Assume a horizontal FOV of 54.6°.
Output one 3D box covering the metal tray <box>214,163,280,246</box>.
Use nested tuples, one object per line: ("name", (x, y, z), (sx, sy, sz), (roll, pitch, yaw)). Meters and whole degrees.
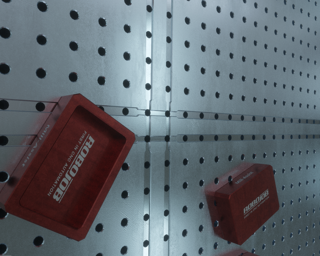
("metal tray", (0.153, 0.126, 0.533), (0.131, 0.030, 0.090), (-23, 105, -37))

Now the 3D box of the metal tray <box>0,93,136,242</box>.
("metal tray", (-0.092, 0.040, 0.328), (0.090, 0.030, 0.130), (39, 66, -33))

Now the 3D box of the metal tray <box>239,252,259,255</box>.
("metal tray", (0.137, 0.287, 0.520), (0.091, 0.030, 0.129), (1, 89, -40))
